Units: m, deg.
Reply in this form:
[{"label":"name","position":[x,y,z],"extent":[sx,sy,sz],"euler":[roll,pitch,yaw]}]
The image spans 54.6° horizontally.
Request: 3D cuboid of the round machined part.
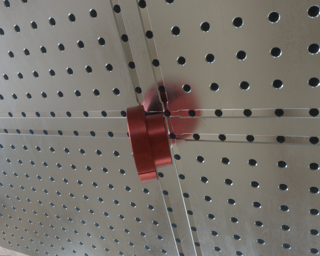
[{"label":"round machined part","position":[-0.011,0.018,0.394],"extent":[0.042,0.098,0.097],"euler":[-12,117,-1]}]
